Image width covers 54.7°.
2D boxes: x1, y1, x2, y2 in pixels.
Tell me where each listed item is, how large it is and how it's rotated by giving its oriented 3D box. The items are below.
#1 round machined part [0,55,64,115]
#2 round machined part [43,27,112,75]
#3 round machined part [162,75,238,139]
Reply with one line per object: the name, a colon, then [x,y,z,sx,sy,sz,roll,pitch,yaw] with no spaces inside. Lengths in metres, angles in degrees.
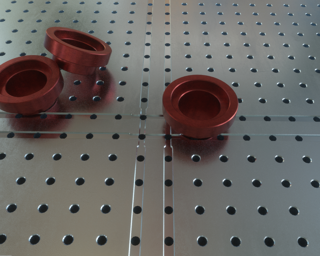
round machined part: [-0.186,-0.057,0.440,0.099,0.042,0.098,0,51,1]
round machined part: [-0.127,-0.115,0.474,0.099,0.042,0.098,19,27,-10]
round machined part: [0.052,-0.024,0.418,0.099,0.042,0.098,0,50,0]
